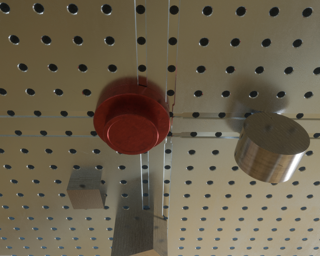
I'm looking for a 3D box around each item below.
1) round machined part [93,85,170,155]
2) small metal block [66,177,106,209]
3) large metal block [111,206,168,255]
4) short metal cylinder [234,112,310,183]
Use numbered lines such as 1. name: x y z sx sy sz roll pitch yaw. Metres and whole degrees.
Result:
1. round machined part: -0.036 -0.003 0.397 0.099 0.042 0.097 0 130 0
2. small metal block: -0.117 0.106 0.500 0.050 0.025 0.050 -2 130 1
3. large metal block: -0.034 0.195 0.541 0.080 0.080 0.050 -22 127 17
4. short metal cylinder: 0.141 0.024 0.397 0.081 0.080 0.050 3 130 -3
